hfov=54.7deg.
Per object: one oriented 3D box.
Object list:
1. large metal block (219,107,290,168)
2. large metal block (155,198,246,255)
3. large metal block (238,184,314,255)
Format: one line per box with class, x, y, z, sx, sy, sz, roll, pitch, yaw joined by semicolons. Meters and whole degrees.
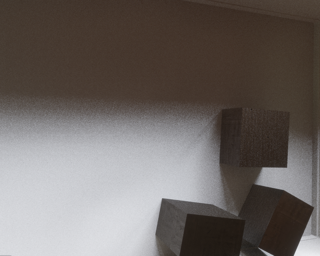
large metal block;0.137;0.014;0.449;0.081;0.050;0.079;4;89;-20
large metal block;0.049;0.129;0.401;0.081;0.080;0.050;12;86;-20
large metal block;0.155;0.130;0.437;0.050;0.080;0.080;30;80;-8
